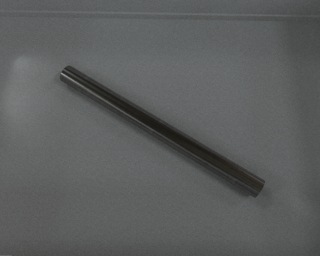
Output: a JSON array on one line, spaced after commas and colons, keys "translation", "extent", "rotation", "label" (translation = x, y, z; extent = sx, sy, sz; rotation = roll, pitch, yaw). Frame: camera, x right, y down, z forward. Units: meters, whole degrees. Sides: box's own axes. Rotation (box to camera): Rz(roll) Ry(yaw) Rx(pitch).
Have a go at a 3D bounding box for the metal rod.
[{"translation": [-0.004, 0.000, 0.407], "extent": [0.301, 0.025, 0.025], "rotation": [31, 73, 10], "label": "metal rod"}]
